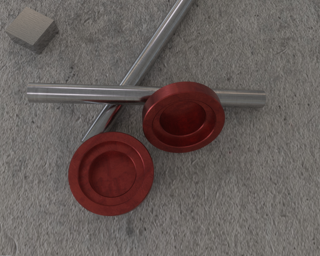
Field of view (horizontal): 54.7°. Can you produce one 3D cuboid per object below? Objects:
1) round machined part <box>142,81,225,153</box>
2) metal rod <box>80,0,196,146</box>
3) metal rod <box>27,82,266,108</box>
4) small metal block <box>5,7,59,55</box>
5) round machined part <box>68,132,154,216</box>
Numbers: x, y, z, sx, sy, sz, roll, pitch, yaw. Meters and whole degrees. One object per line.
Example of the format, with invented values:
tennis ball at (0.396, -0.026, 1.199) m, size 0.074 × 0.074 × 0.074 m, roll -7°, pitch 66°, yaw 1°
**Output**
round machined part at (0.027, -0.017, 0.383) m, size 0.099 × 0.097 × 0.042 m, roll -6°, pitch 43°, yaw -2°
metal rod at (-0.019, -0.100, 0.444) m, size 0.025 × 0.025 × 0.300 m, roll 28°, pitch 72°, yaw 9°
metal rod at (-0.010, -0.041, 0.402) m, size 0.302 × 0.025 × 0.025 m, roll 1°, pitch 70°, yaw -8°
small metal block at (-0.189, -0.144, 0.459) m, size 0.050 × 0.025 × 0.050 m, roll 28°, pitch 72°, yaw 9°
round machined part at (-0.057, 0.057, 0.376) m, size 0.099 × 0.042 × 0.098 m, roll 1°, pitch 73°, yaw -2°
